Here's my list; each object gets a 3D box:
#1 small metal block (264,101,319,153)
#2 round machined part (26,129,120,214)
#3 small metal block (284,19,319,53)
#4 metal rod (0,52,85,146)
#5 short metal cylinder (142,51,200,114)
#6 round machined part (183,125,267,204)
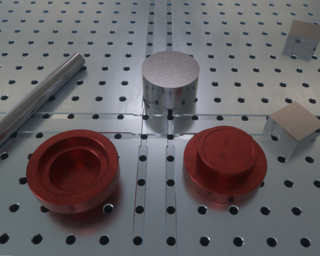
[{"bbox_3d":[0.178,-0.003,0.411,0.050,0.025,0.050,-26,55,-20],"label":"small metal block"},{"bbox_3d":[-0.094,0.052,0.352,0.099,0.042,0.098,0,50,0],"label":"round machined part"},{"bbox_3d":[0.253,-0.163,0.546,0.050,0.025,0.050,19,53,15],"label":"small metal block"},{"bbox_3d":[-0.198,-0.008,0.413,0.025,0.025,0.301,21,53,17],"label":"metal rod"},{"bbox_3d":[0.015,-0.067,0.448,0.080,0.050,0.080,0,50,0],"label":"short metal cylinder"},{"bbox_3d":[0.077,0.036,0.367,0.099,0.042,0.098,0,50,0],"label":"round machined part"}]
